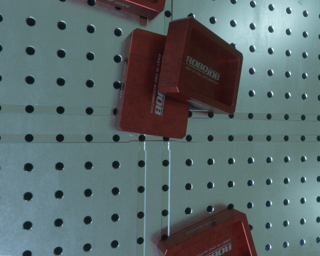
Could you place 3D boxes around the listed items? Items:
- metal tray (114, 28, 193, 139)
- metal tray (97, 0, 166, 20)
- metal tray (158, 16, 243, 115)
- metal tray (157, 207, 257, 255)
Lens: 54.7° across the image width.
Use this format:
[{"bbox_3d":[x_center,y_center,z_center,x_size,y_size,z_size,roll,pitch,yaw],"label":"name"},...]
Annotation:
[{"bbox_3d":[-0.005,-0.055,0.409,0.091,0.030,0.129,9,87,-20],"label":"metal tray"},{"bbox_3d":[-0.052,-0.203,0.390,0.131,0.030,0.090,12,86,-20],"label":"metal tray"},{"bbox_3d":[0.058,-0.074,0.402,0.131,0.030,0.090,15,83,-46],"label":"metal tray"},{"bbox_3d":[0.071,0.180,0.437,0.131,0.030,0.089,-19,97,-19],"label":"metal tray"}]
